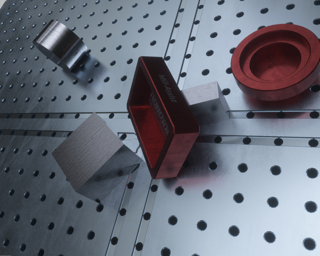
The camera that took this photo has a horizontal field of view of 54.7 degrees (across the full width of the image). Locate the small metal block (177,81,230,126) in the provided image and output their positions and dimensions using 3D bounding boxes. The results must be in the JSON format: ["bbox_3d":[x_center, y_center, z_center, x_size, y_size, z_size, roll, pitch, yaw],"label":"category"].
[{"bbox_3d":[0.054,-0.027,0.381,0.050,0.050,0.025,-13,57,21],"label":"small metal block"}]

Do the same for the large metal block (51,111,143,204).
[{"bbox_3d":[-0.084,0.038,0.413,0.080,0.050,0.080,-45,51,-3],"label":"large metal block"}]

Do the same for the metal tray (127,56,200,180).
[{"bbox_3d":[-0.003,-0.015,0.379,0.030,0.089,0.130,-3,48,-24],"label":"metal tray"}]

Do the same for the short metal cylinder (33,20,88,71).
[{"bbox_3d":[-0.178,-0.147,0.557,0.080,0.080,0.050,27,77,37],"label":"short metal cylinder"}]

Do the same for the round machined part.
[{"bbox_3d":[0.138,-0.073,0.370,0.098,0.042,0.098,-13,56,21],"label":"round machined part"}]
